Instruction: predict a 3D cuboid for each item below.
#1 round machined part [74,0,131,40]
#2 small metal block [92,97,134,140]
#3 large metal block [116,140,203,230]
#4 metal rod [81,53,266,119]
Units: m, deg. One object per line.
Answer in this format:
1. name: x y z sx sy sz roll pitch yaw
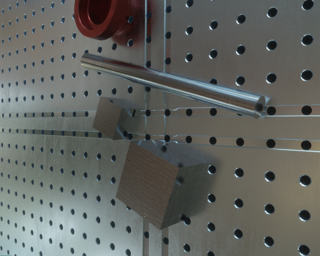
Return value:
1. round machined part: -0.082 -0.180 0.463 0.098 0.042 0.097 0 90 39
2. small metal block: -0.071 -0.015 0.465 0.050 0.025 0.050 27 107 36
3. large metal block: -0.003 0.067 0.393 0.080 0.050 0.079 26 106 36
4. metal rod: -0.007 -0.065 0.413 0.300 0.025 0.025 22 104 37
